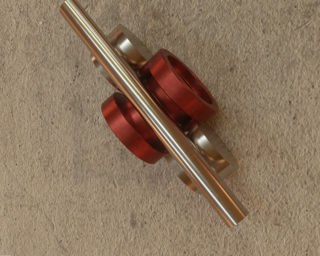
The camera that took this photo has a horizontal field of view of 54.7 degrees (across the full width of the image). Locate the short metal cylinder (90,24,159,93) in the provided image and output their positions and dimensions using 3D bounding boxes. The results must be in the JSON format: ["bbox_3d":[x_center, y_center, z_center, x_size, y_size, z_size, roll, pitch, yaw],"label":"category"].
[{"bbox_3d":[-0.041,-0.084,0.394,0.050,0.080,0.080,-41,78,15],"label":"short metal cylinder"}]

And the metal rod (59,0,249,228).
[{"bbox_3d":[-0.015,-0.026,0.330,0.025,0.025,0.300,-42,77,15],"label":"metal rod"}]

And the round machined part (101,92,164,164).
[{"bbox_3d":[-0.021,-0.007,0.377,0.042,0.098,0.098,-40,78,11],"label":"round machined part"}]

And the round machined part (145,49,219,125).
[{"bbox_3d":[0.021,-0.043,0.364,0.042,0.098,0.098,-42,77,20],"label":"round machined part"}]

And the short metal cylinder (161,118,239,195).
[{"bbox_3d":[0.047,0.030,0.364,0.050,0.080,0.080,-41,78,15],"label":"short metal cylinder"}]
